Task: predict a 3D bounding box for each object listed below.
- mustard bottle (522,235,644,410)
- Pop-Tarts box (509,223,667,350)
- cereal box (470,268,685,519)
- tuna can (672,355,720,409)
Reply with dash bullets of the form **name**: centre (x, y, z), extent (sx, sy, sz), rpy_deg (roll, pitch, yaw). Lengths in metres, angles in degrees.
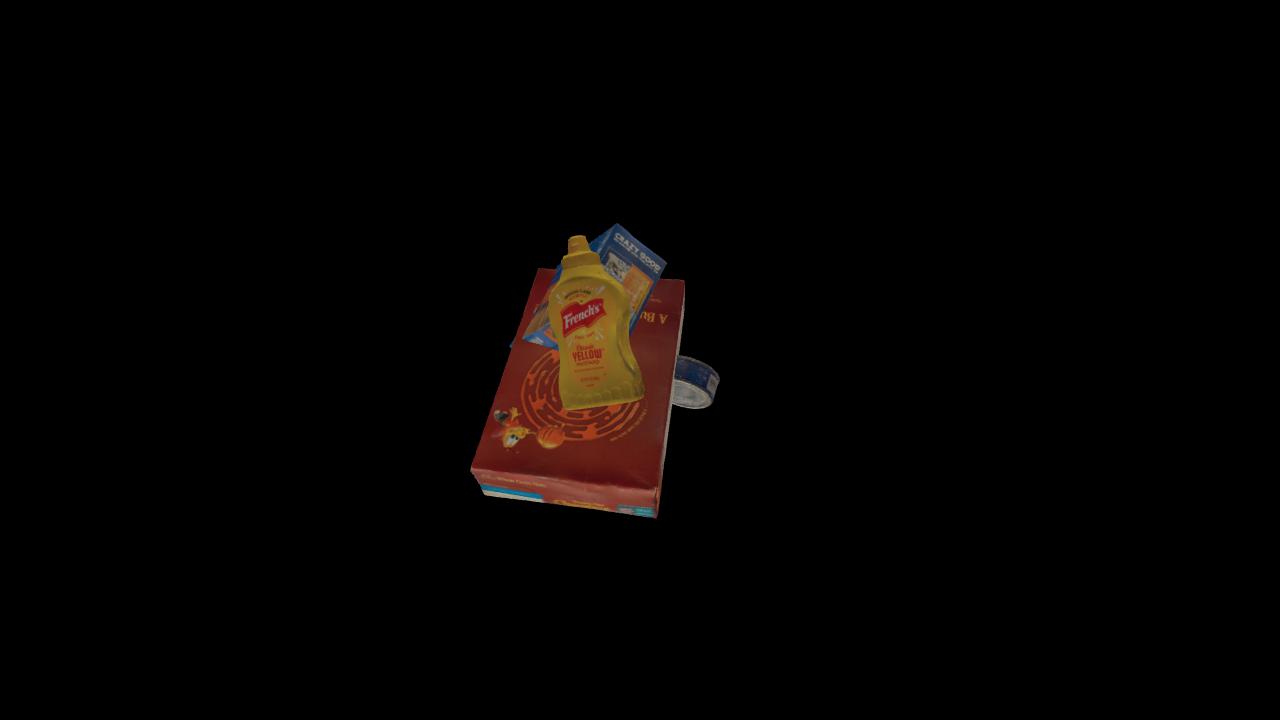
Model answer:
- **mustard bottle**: centre (-0.053, -0.042, 0.656), extent (0.092, 0.184, 0.054), rpy_deg (-9, -1, 25)
- **Pop-Tarts box**: centre (-0.068, -0.067, 0.759), extent (0.083, 0.141, 0.167), rpy_deg (37, -28, -22)
- **cereal box**: centre (-0.059, 0.027, 0.748), extent (0.203, 0.306, 0.081), rpy_deg (5, -35, 6)
- **tuna can**: centre (0.055, 0.029, 0.768), extent (0.084, 0.034, 0.084), rpy_deg (16, -25, 8)
